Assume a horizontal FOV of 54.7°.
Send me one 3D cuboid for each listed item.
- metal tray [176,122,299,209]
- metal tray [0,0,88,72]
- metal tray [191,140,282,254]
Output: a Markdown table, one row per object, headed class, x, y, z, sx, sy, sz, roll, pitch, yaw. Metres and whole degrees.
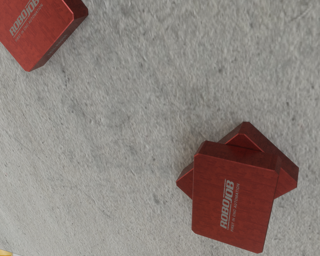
| class | x | y | z | sx | sy | sz | roll | pitch | yaw |
| --- | --- | --- | --- | --- | --- | --- | --- | --- | --- |
| metal tray | 0.093 | 0.063 | 0.393 | 0.090 | 0.030 | 0.129 | 43 | 129 | -2 |
| metal tray | -0.162 | -0.143 | 0.398 | 0.130 | 0.030 | 0.090 | -30 | 102 | 37 |
| metal tray | 0.086 | 0.084 | 0.370 | 0.090 | 0.030 | 0.129 | 12 | 123 | 21 |
